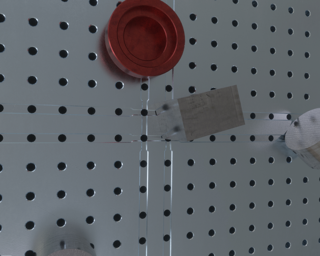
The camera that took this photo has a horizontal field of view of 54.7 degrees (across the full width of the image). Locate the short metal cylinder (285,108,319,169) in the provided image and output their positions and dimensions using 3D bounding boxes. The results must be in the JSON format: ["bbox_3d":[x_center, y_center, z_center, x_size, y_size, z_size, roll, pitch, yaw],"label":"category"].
[{"bbox_3d":[0.241,0.016,0.472,0.050,0.080,0.080,40,78,-16],"label":"short metal cylinder"}]

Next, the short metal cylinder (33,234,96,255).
[{"bbox_3d":[-0.111,0.171,0.359,0.081,0.050,0.080,0,90,-20],"label":"short metal cylinder"}]

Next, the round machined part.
[{"bbox_3d":[-0.021,-0.112,0.395,0.099,0.042,0.097,0,90,-20],"label":"round machined part"}]

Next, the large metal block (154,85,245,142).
[{"bbox_3d":[0.048,-0.019,0.401,0.081,0.080,0.050,-15,95,-19],"label":"large metal block"}]
